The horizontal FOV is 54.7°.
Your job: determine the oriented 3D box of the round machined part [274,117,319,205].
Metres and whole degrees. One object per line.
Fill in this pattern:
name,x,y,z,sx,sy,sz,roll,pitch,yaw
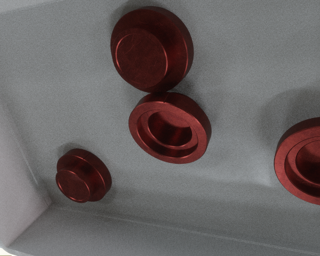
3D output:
round machined part,0.174,0.031,0.325,0.098,0.042,0.097,13,124,20

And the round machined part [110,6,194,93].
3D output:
round machined part,-0.015,-0.084,0.352,0.098,0.042,0.097,13,124,20

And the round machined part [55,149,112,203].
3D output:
round machined part,-0.134,0.086,0.519,0.098,0.042,0.097,13,124,20

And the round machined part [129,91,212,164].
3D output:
round machined part,0.015,-0.005,0.378,0.098,0.042,0.097,14,135,15
